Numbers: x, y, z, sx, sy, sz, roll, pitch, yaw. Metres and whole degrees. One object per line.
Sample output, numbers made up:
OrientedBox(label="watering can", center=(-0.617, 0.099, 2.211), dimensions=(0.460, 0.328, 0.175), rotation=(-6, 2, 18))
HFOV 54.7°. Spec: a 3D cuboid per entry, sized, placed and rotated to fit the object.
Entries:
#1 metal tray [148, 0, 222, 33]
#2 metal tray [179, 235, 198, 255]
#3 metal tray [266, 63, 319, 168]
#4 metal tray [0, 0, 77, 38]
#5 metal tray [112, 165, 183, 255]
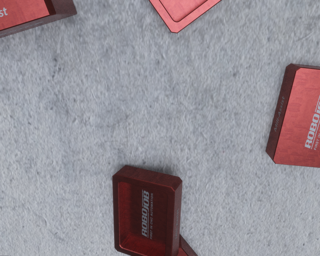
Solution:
OrientedBox(label="metal tray", center=(0.042, -0.179, 0.341), dimensions=(0.130, 0.030, 0.090), rotation=(-35, 107, 11))
OrientedBox(label="metal tray", center=(0.029, 0.241, 0.497), dimensions=(0.090, 0.030, 0.130), rotation=(-33, 107, 11))
OrientedBox(label="metal tray", center=(0.200, -0.014, 0.405), dimensions=(0.091, 0.030, 0.129), rotation=(5, 110, -3))
OrientedBox(label="metal tray", center=(-0.164, -0.117, 0.329), dimensions=(0.131, 0.090, 0.030), rotation=(-15, 110, 5))
OrientedBox(label="metal tray", center=(-0.019, 0.123, 0.434), dimensions=(0.090, 0.030, 0.129), rotation=(9, 111, 21))
